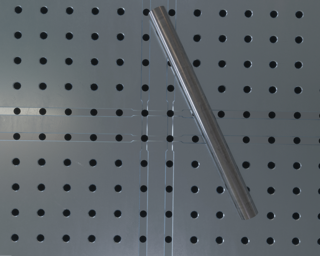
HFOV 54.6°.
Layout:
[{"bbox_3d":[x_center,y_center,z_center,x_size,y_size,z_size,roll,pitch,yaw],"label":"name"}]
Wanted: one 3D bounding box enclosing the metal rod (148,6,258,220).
[{"bbox_3d":[0.057,-0.020,0.413,0.025,0.025,0.299,-24,90,0],"label":"metal rod"}]
